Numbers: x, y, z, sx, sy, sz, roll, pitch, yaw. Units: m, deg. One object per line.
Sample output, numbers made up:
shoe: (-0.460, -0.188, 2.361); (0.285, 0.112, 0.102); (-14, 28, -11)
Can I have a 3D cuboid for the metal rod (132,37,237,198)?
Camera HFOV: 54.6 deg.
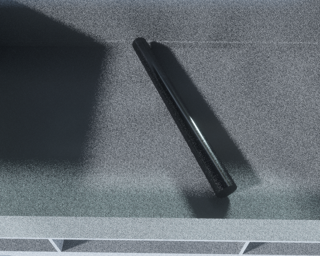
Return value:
metal rod: (0.020, -0.036, 0.435); (0.025, 0.025, 0.300); (-17, 52, -14)
